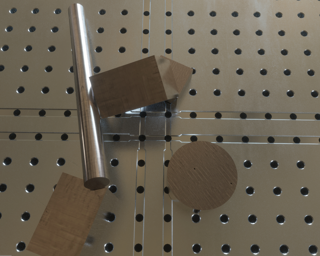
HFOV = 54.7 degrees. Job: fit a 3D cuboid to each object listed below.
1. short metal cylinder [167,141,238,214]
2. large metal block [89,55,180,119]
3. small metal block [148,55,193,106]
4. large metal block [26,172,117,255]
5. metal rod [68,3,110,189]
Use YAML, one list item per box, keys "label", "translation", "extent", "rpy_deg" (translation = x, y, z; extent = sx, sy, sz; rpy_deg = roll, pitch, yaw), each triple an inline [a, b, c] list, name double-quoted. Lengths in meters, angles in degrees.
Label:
- label: "short metal cylinder"
  translation: [0.048, 0.061, 0.377]
  extent: [0.081, 0.050, 0.080]
  rpy_deg: [0, 70, 0]
- label: "large metal block"
  translation: [-0.027, -0.050, 0.382]
  extent: [0.080, 0.080, 0.050]
  rpy_deg: [-15, 94, 15]
- label: "small metal block"
  translation: [0.012, -0.067, 0.436]
  extent: [0.050, 0.025, 0.050]
  rpy_deg: [26, 72, 8]
- label: "large metal block"
  translation: [-0.091, 0.102, 0.344]
  extent: [0.050, 0.080, 0.080]
  rpy_deg: [19, 71, 6]
- label: "metal rod"
  translation: [-0.095, -0.063, 0.391]
  extent: [0.025, 0.025, 0.299]
  rpy_deg: [-12, 55, -5]
